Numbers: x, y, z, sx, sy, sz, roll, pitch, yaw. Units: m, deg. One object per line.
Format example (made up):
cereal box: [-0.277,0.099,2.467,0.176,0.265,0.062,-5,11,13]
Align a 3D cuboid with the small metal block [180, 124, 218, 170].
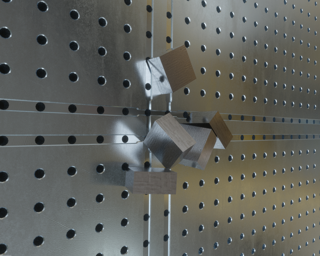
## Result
small metal block: [0.044,0.025,0.425,0.025,0.050,0.050,50,59,-47]

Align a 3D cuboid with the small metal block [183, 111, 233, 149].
small metal block: [0.070,0.003,0.450,0.025,0.050,0.050,-51,120,-28]

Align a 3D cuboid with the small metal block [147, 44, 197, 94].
small metal block: [0.017,-0.080,0.422,0.050,0.025,0.050,-34,111,-34]

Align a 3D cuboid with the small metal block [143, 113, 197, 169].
small metal block: [0.011,0.018,0.388,0.025,0.050,0.050,-31,73,-36]

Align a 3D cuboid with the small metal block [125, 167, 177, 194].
small metal block: [-0.012,0.062,0.372,0.050,0.050,0.025,4,88,-16]
